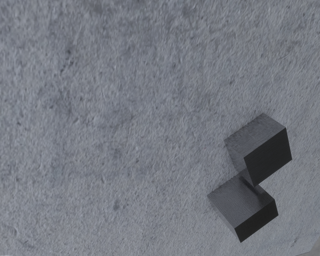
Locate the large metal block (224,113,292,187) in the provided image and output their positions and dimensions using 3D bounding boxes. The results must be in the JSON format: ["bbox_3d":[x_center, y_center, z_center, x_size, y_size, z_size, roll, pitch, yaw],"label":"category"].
[{"bbox_3d":[0.161,0.036,0.504,0.080,0.050,0.080,-34,129,-6],"label":"large metal block"}]

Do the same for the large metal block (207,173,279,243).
[{"bbox_3d":[0.141,0.133,0.534,0.080,0.080,0.050,-33,129,-7],"label":"large metal block"}]
